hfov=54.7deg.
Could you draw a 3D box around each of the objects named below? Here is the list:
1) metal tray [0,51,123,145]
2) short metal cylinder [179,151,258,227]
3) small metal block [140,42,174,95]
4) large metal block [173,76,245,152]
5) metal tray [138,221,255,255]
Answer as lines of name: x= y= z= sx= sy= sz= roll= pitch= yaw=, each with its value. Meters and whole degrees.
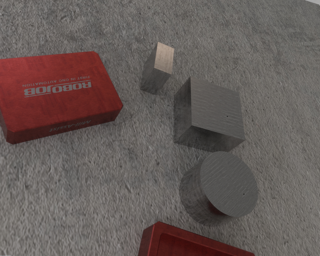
metal tray: x=-0.120 y=-0.041 z=0.361 sx=0.131 sy=0.030 sz=0.090 roll=-15 pitch=70 yaw=-34
short metal cylinder: x=0.071 y=0.075 z=0.380 sx=0.081 sy=0.050 sz=0.080 roll=14 pitch=56 yaw=-21
small metal block: x=-0.004 y=-0.083 z=0.436 sx=0.025 sy=0.050 sz=0.050 roll=19 pitch=55 yaw=-18
large metal block: x=0.066 y=-0.016 z=0.433 sx=0.081 sy=0.050 sz=0.080 roll=15 pitch=56 yaw=-20
metal tray: x=0.039 y=0.162 z=0.322 sx=0.131 sy=0.030 sz=0.090 roll=23 pitch=53 yaw=-14
